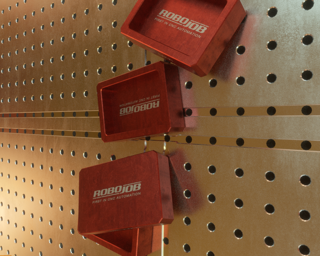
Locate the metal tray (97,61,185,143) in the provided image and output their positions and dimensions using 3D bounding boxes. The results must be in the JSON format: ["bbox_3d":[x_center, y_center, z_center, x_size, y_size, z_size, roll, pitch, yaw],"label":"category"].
[{"bbox_3d":[-0.032,-0.031,0.429,0.130,0.030,0.089,-10,83,39],"label":"metal tray"}]

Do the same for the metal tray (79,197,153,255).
[{"bbox_3d":[-0.069,0.129,0.460,0.130,0.030,0.089,7,95,39],"label":"metal tray"}]

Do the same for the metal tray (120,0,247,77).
[{"bbox_3d":[0.023,-0.127,0.369,0.130,0.030,0.090,35,94,34],"label":"metal tray"}]

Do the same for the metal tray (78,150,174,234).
[{"bbox_3d":[-0.049,0.088,0.413,0.130,0.030,0.090,-16,65,25],"label":"metal tray"}]
